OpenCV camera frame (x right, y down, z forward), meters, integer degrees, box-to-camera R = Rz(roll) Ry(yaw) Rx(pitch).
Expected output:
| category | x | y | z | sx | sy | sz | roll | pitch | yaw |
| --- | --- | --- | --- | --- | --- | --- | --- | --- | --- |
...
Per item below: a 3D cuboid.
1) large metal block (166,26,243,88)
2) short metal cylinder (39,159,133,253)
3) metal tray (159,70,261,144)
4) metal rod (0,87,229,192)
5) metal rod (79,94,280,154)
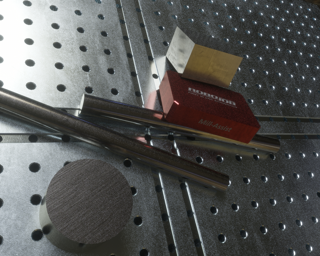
| category | x | y | z | sx | sy | sz | roll | pitch | yaw |
| --- | --- | --- | --- | --- | --- | --- | --- | --- | --- |
| large metal block | 0.065 | -0.109 | 0.473 | 0.081 | 0.050 | 0.080 | 9 | 31 | -24 |
| short metal cylinder | -0.073 | 0.077 | 0.306 | 0.081 | 0.050 | 0.080 | 14 | 56 | -21 |
| metal tray | 0.068 | -0.031 | 0.438 | 0.131 | 0.030 | 0.090 | 15 | 34 | -18 |
| metal rod | -0.051 | 0.018 | 0.369 | 0.302 | 0.025 | 0.025 | 22 | 54 | -15 |
| metal rod | 0.043 | -0.001 | 0.431 | 0.302 | 0.025 | 0.025 | 12 | 57 | -22 |
